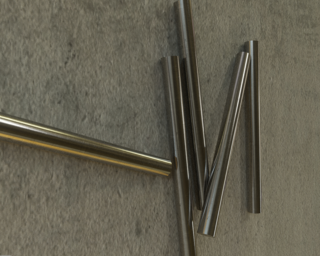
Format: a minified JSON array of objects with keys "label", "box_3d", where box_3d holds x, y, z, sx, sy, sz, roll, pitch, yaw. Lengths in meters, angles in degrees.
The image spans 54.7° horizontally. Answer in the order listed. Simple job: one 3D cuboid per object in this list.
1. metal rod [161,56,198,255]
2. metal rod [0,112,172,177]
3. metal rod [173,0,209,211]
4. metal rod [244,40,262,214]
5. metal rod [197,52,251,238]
[{"label":"metal rod","box_3d":[0.028,0.053,0.430,0.025,0.025,0.298,-10,97,-40]},{"label":"metal rod","box_3d":[-0.104,0.013,0.318,0.302,0.025,0.025,20,78,-39]},{"label":"metal rod","box_3d":[0.049,-0.028,0.448,0.025,0.025,0.298,-12,98,-40]},{"label":"metal rod","box_3d":[0.164,-0.001,0.545,0.025,0.025,0.298,-3,92,-40]},{"label":"metal rod","box_3d":[0.102,0.011,0.470,0.025,0.025,0.299,34,62,-35]}]
